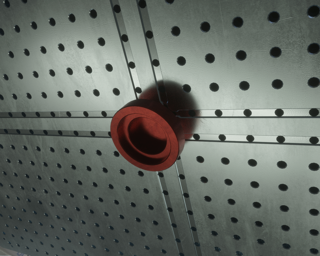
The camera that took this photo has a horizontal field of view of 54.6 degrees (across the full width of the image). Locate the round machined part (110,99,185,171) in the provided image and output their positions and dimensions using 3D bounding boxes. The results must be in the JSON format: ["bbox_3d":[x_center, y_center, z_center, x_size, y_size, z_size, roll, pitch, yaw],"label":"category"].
[{"bbox_3d":[-0.013,0.006,0.410,0.098,0.042,0.097,13,124,21],"label":"round machined part"}]
